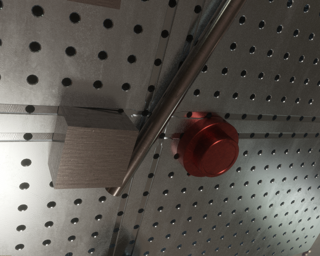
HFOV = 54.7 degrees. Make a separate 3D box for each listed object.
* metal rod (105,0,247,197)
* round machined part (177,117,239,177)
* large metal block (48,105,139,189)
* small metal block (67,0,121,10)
[{"bbox_3d":[0.014,-0.036,0.398,0.025,0.025,0.299,23,106,-37],"label":"metal rod"},{"bbox_3d":[0.079,0.035,0.468,0.099,0.042,0.097,-14,125,-21],"label":"round machined part"},{"bbox_3d":[-0.081,0.024,0.367,0.081,0.050,0.079,5,116,-31],"label":"large metal block"},{"bbox_3d":[-0.062,-0.143,0.290,0.050,0.025,0.050,-1,119,-28],"label":"small metal block"}]
